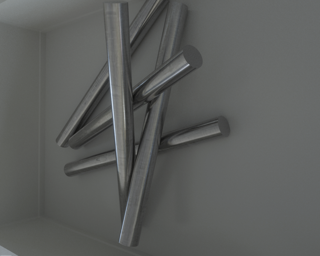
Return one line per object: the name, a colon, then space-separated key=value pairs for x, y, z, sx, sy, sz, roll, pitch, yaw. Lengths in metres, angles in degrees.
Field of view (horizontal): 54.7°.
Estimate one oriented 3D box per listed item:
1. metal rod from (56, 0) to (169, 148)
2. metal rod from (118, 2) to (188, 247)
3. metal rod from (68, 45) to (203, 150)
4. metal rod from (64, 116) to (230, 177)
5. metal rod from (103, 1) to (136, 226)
metal rod: x=-0.085 y=-0.074 z=0.473 sx=0.299 sy=0.025 sz=0.025 roll=-49 pitch=61 yaw=28
metal rod: x=-0.008 y=-0.006 z=0.382 sx=0.025 sy=0.025 sz=0.298 roll=10 pitch=88 yaw=39
metal rod: x=-0.055 y=-0.022 z=0.410 sx=0.299 sy=0.025 sz=0.025 roll=-28 pitch=72 yaw=49
metal rod: x=-0.041 y=0.035 z=0.438 sx=0.300 sy=0.025 sz=0.025 roll=-18 pitch=79 yaw=38
metal rod: x=-0.043 y=0.008 z=0.374 sx=0.025 sy=0.025 sz=0.298 roll=22 pitch=125 yaw=37
